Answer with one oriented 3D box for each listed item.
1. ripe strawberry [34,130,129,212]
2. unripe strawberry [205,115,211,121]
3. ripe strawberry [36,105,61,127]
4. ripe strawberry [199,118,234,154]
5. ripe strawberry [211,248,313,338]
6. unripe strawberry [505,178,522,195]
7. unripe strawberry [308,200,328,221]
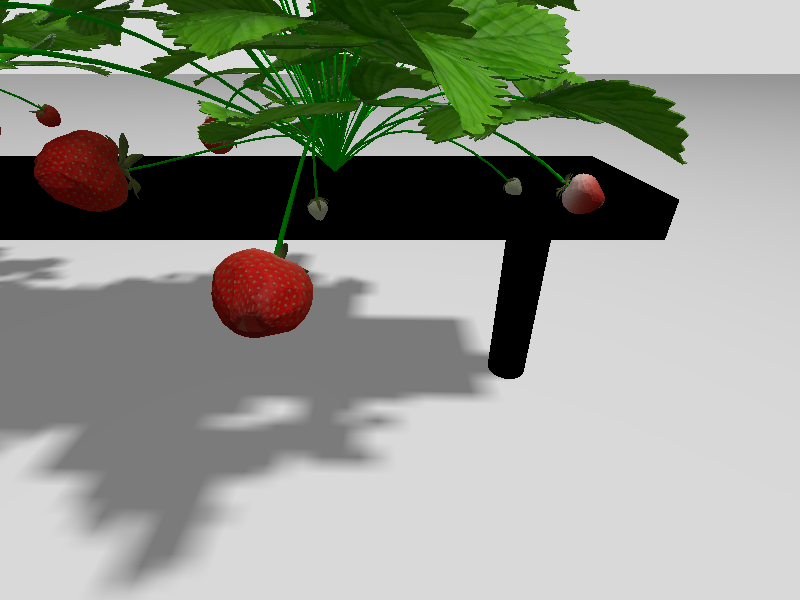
[{"bbox_3d":[-0.190,-0.076,0.240,0.044,0.046,0.040,-22,38,-31],"label":"ripe strawberry"},{"bbox_3d":[-0.226,-0.220,0.497,0.032,0.027,0.032,-25,26,-35],"label":"unripe strawberry"},{"bbox_3d":[-0.483,-0.252,0.553,0.024,0.028,0.027,3,-18,4],"label":"ripe strawberry"},{"bbox_3d":[-0.186,-0.164,0.401,0.035,0.034,0.032,14,34,28],"label":"ripe strawberry"},{"bbox_3d":[-0.046,-0.001,0.131,0.032,0.028,0.033,-1,32,-2],"label":"ripe strawberry"},{"bbox_3d":[0.079,-0.078,0.278,0.012,0.012,0.011,-50,-4,41],"label":"unripe strawberry"},{"bbox_3d":[-0.044,-0.048,0.214,0.010,0.011,0.011,-2,31,-4],"label":"unripe strawberry"}]
